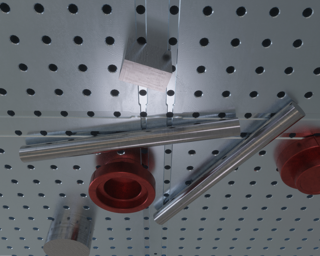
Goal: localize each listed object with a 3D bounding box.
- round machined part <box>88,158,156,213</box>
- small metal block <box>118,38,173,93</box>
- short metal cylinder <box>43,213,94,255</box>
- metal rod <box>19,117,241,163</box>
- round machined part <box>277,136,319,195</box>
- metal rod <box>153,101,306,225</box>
[{"bbox_3d":[-0.056,0.084,0.471,0.099,0.042,0.097,0,130,0],"label":"round machined part"},{"bbox_3d":[-0.015,-0.069,0.336,0.050,0.050,0.025,15,129,-12],"label":"small metal block"},{"bbox_3d":[-0.164,0.200,0.564,0.081,0.050,0.079,0,130,0],"label":"short metal cylinder"},{"bbox_3d":[-0.044,0.017,0.425,0.301,0.025,0.025,-7,130,6],"label":"metal rod"},{"bbox_3d":[0.228,0.061,0.454,0.099,0.042,0.097,0,130,0],"label":"round machined part"},{"bbox_3d":[0.087,0.067,0.469,0.025,0.025,0.299,29,124,-23],"label":"metal rod"}]
